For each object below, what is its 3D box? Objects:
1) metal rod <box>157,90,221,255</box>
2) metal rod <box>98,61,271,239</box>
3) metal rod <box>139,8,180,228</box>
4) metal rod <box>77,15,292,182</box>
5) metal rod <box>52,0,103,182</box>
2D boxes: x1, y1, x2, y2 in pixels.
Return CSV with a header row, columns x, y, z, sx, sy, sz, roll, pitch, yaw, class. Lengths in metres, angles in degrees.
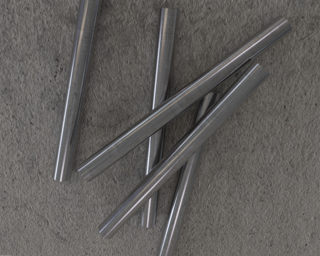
x,y,z,sx,sy,sz,roll,pitch,yaw,class
0.033,0.089,0.442,0.025,0.025,0.298,12,110,-4,metal rod
0.021,0.038,0.395,0.025,0.025,0.299,39,105,-13,metal rod
-0.004,0.001,0.409,0.025,0.025,0.298,5,110,-2,metal rod
0.027,-0.033,0.374,0.300,0.025,0.025,-37,106,3,metal rod
-0.100,-0.067,0.383,0.025,0.025,0.298,13,110,-5,metal rod
